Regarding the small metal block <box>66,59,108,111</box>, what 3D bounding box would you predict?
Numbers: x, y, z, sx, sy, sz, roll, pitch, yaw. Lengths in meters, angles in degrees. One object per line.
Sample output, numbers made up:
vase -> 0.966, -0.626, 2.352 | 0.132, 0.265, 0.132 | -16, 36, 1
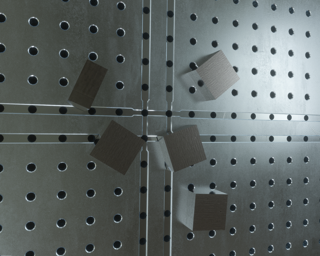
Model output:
small metal block -> -0.088, -0.049, 0.367 | 0.025, 0.050, 0.050 | 25, 82, -18

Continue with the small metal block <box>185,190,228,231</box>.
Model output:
small metal block -> 0.065, 0.115, 0.437 | 0.050, 0.025, 0.050 | 6, 88, -20

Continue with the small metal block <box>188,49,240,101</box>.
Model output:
small metal block -> 0.077, -0.074, 0.440 | 0.050, 0.025, 0.050 | -40, 103, -16

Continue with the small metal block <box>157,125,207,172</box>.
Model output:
small metal block -> 0.030, 0.027, 0.423 | 0.050, 0.025, 0.050 | -19, 97, -19

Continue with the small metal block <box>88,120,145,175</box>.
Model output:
small metal block -> -0.055, 0.024, 0.392 | 0.050, 0.025, 0.050 | 34, 79, -17
